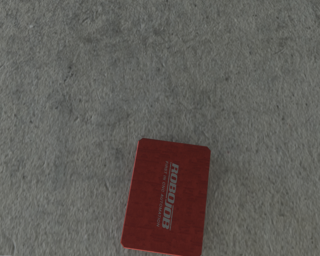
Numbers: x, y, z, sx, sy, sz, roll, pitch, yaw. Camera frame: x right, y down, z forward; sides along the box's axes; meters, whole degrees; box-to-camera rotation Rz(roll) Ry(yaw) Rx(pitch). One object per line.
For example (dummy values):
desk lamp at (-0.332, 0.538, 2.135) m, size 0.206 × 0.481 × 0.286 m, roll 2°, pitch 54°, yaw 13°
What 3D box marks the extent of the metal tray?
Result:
metal tray at (0.009, 0.082, 0.375) m, size 0.091 × 0.030 × 0.130 m, roll 8°, pitch 70°, yaw 2°
